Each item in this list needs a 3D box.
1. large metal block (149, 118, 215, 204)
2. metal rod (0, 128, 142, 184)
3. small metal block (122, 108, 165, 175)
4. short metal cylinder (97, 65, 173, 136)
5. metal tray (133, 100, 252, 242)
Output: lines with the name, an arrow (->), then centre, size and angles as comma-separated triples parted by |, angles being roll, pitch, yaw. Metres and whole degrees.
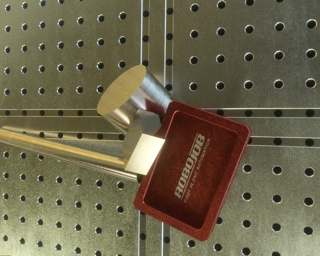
large metal block -> 0.015, 0.035, 0.392 | 0.080, 0.050, 0.080 | -37, 79, 16
metal rod -> -0.147, 0.030, 0.432 | 0.300, 0.025, 0.025 | 10, 93, 30
small metal block -> -0.020, 0.015, 0.342 | 0.025, 0.050, 0.050 | 17, 119, -20
short metal cylinder -> -0.032, -0.032, 0.387 | 0.080, 0.080, 0.050 | -36, 121, 16
metal tray -> 0.035, 0.044, 0.341 | 0.090, 0.030, 0.129 | 22, 97, 18
